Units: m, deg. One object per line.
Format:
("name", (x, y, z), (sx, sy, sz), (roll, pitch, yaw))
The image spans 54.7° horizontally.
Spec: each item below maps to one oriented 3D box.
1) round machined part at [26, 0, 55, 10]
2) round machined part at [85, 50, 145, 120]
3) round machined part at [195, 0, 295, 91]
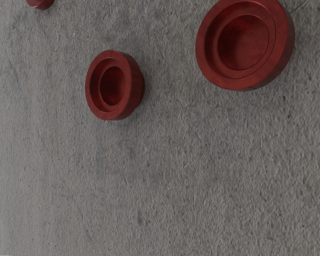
("round machined part", (-0.236, -0.280, 0.589), (0.098, 0.042, 0.097), (0, 90, 40))
("round machined part", (-0.060, -0.059, 0.444), (0.098, 0.042, 0.097), (0, 90, 40))
("round machined part", (0.089, -0.086, 0.320), (0.098, 0.042, 0.097), (0, 90, 40))
